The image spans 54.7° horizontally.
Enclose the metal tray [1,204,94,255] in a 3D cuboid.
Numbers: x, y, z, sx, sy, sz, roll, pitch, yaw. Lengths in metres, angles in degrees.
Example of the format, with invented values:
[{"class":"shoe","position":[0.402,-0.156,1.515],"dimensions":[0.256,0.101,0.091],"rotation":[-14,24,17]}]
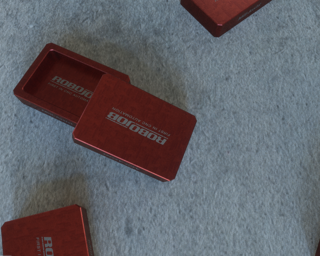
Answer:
[{"class":"metal tray","position":[-0.120,0.161,0.345],"dimensions":[0.091,0.030,0.130],"rotation":[-13,71,-5]}]

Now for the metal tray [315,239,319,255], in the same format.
[{"class":"metal tray","position":[0.247,0.122,0.364],"dimensions":[0.090,0.030,0.130],"rotation":[25,72,8]}]

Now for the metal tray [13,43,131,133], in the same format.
[{"class":"metal tray","position":[-0.116,-0.052,0.423],"dimensions":[0.130,0.030,0.090],"rotation":[24,72,8]}]

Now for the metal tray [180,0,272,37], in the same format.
[{"class":"metal tray","position":[0.109,-0.211,0.484],"dimensions":[0.131,0.030,0.090],"rotation":[-37,74,-13]}]

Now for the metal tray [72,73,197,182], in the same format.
[{"class":"metal tray","position":[-0.029,0.001,0.384],"dimensions":[0.131,0.030,0.090],"rotation":[26,72,-10]}]
